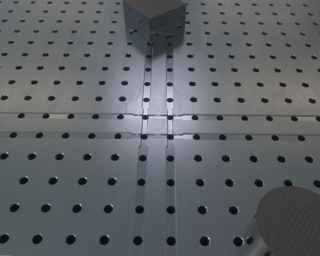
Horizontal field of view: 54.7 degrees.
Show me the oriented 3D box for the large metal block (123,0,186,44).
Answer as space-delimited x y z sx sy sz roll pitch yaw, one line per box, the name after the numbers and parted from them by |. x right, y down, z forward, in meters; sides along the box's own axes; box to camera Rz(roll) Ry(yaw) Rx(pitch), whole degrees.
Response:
-0.010 -0.207 0.565 0.081 0.050 0.080 -30 56 -23 | large metal block

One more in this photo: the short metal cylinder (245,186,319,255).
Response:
0.129 0.105 0.304 0.081 0.050 0.080 0 50 0 | short metal cylinder
